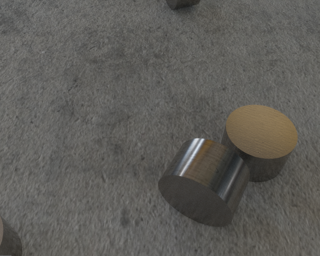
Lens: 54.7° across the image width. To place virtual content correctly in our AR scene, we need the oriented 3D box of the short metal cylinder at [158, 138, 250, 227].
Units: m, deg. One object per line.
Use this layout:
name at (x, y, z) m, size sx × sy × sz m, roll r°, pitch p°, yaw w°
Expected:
short metal cylinder at (0.045, 0.057, 0.321) m, size 0.080 × 0.080 × 0.050 m, roll 23°, pitch 54°, yaw 18°

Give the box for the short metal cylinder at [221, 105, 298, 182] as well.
short metal cylinder at (0.116, 0.018, 0.374) m, size 0.081 × 0.050 × 0.080 m, roll 0°, pitch 50°, yaw 0°

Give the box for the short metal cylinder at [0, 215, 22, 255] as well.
short metal cylinder at (-0.178, 0.116, 0.287) m, size 0.081 × 0.050 × 0.080 m, roll 0°, pitch 50°, yaw 0°

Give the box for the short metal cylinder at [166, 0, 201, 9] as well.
short metal cylinder at (0.042, -0.277, 0.601) m, size 0.050 × 0.080 × 0.080 m, roll -15°, pitch 52°, yaw -13°
